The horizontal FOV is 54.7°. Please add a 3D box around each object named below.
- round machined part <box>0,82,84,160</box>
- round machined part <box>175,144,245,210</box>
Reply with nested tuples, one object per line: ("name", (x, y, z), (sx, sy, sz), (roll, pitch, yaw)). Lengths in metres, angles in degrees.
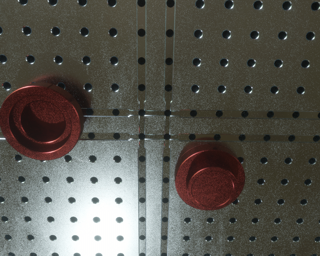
("round machined part", (-0.147, -0.011, 0.398), (0.099, 0.042, 0.097), (0, 110, -1))
("round machined part", (0.071, 0.075, 0.433), (0.099, 0.042, 0.097), (0, 110, -1))
